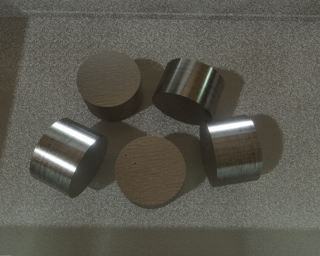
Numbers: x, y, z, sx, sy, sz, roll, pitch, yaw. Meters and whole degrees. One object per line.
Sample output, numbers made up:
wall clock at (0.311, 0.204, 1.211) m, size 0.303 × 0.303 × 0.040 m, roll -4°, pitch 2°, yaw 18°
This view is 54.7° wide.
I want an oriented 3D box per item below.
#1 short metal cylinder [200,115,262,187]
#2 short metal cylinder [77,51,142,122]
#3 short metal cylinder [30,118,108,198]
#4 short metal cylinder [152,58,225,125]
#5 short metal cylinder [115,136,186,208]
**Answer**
short metal cylinder at (0.081, 0.027, 0.370) m, size 0.050 × 0.080 × 0.080 m, roll -8°, pitch 70°, yaw -3°
short metal cylinder at (-0.065, -0.055, 0.414) m, size 0.081 × 0.050 × 0.080 m, roll 0°, pitch 70°, yaw 0°
short metal cylinder at (-0.104, 0.034, 0.364) m, size 0.050 × 0.080 × 0.080 m, roll 26°, pitch 72°, yaw 9°
short metal cylinder at (0.036, -0.044, 0.397) m, size 0.080 × 0.080 × 0.050 m, roll 20°, pitch 71°, yaw 7°
short metal cylinder at (-0.011, 0.055, 0.374) m, size 0.081 × 0.050 × 0.080 m, roll 0°, pitch 70°, yaw 0°
